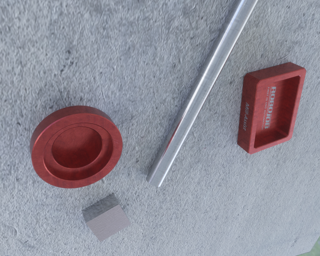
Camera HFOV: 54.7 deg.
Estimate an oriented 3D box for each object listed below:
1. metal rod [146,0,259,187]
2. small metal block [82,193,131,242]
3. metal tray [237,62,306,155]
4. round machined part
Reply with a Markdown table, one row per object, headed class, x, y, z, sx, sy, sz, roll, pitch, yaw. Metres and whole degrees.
| class | x | y | z | sx | sy | sz | roll | pitch | yaw |
| --- | --- | --- | --- | --- | --- | --- | --- | --- | --- |
| metal rod | 0.054 | -0.050 | 0.406 | 0.025 | 0.025 | 0.298 | 14 | 111 | -34 |
| small metal block | -0.077 | 0.129 | 0.446 | 0.050 | 0.025 | 0.050 | -28 | 128 | -11 |
| metal tray | 0.171 | -0.029 | 0.481 | 0.091 | 0.030 | 0.129 | -17 | 126 | -19 |
| round machined part | -0.096 | 0.018 | 0.355 | 0.099 | 0.042 | 0.097 | -14 | 125 | -21 |
